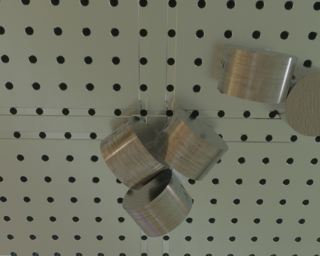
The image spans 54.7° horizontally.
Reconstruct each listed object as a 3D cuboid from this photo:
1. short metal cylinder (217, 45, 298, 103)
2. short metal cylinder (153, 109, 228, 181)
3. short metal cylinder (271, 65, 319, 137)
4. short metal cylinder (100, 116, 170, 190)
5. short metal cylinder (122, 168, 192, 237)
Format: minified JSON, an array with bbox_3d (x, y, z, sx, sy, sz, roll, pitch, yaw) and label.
[{"bbox_3d":[0.112,-0.064,0.361,0.081,0.080,0.050,7,110,-3],"label":"short metal cylinder"},{"bbox_3d":[0.039,0.020,0.392,0.080,0.080,0.050,33,107,-12],"label":"short metal cylinder"},{"bbox_3d":[0.188,-0.036,0.389,0.081,0.050,0.079,0,110,0],"label":"short metal cylinder"},{"bbox_3d":[-0.029,0.031,0.395,0.050,0.080,0.080,-38,106,13],"label":"short metal cylinder"},{"bbox_3d":[-0.004,0.099,0.420,0.080,0.080,0.050,-32,107,11],"label":"short metal cylinder"}]
